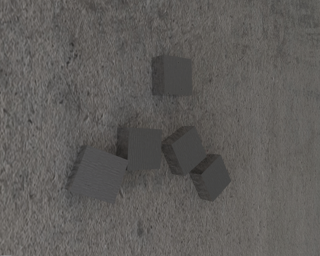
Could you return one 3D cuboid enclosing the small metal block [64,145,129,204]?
[{"bbox_3d":[-0.069,0.051,0.341,0.050,0.025,0.050,25,74,-26],"label":"small metal block"}]

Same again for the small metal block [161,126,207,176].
[{"bbox_3d":[0.033,0.031,0.432,0.050,0.025,0.050,-36,112,-34],"label":"small metal block"}]

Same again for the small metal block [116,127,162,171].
[{"bbox_3d":[-0.026,0.025,0.383,0.050,0.025,0.050,4,88,-40],"label":"small metal block"}]

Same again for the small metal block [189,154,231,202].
[{"bbox_3d":[0.077,0.074,0.469,0.050,0.025,0.050,-38,113,-33],"label":"small metal block"}]

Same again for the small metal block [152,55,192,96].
[{"bbox_3d":[0.017,-0.069,0.418,0.050,0.025,0.050,-2,91,-40],"label":"small metal block"}]
